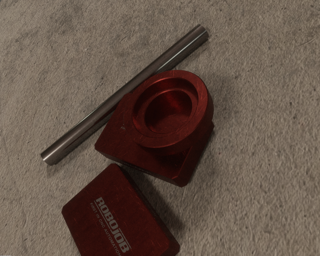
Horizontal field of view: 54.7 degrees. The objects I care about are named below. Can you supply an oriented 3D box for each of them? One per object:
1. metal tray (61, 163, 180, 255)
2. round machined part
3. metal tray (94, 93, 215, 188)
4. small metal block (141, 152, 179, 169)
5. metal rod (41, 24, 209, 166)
[{"bbox_3d":[-0.050,0.114,0.355,0.090,0.030,0.130,-42,51,-1],"label":"metal tray"},{"bbox_3d":[0.012,-0.013,0.346,0.098,0.042,0.098,-13,56,20],"label":"round machined part"},{"bbox_3d":[-0.009,0.010,0.389,0.130,0.030,0.090,16,69,33],"label":"metal tray"},{"bbox_3d":[0.008,0.020,0.386,0.050,0.025,0.050,10,67,32],"label":"small metal block"},{"bbox_3d":[-0.052,-0.048,0.458,0.300,0.025,0.025,-39,51,1],"label":"metal rod"}]
